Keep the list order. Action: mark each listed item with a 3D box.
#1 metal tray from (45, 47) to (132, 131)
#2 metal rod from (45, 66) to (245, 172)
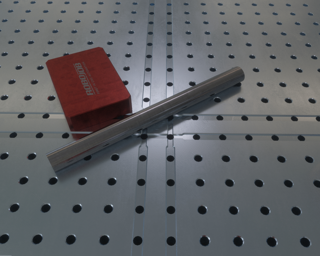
[{"bbox_3d":[-0.106,-0.062,0.456,0.091,0.030,0.130,-20,53,-16],"label":"metal tray"},{"bbox_3d":[-0.005,-0.021,0.424,0.302,0.025,0.025,-26,55,-21],"label":"metal rod"}]
